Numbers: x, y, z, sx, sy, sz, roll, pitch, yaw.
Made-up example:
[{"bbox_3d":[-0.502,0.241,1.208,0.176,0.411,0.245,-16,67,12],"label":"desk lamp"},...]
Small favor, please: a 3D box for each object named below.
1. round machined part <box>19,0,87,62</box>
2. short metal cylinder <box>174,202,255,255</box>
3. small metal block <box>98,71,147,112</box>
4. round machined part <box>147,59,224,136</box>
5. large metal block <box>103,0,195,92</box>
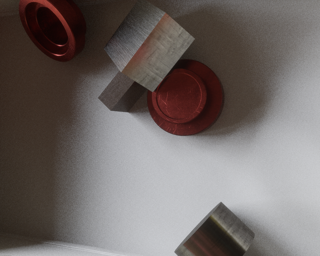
[{"bbox_3d":[-0.143,-0.146,0.433,0.098,0.042,0.097,23,141,20],"label":"round machined part"},{"bbox_3d":[0.063,0.133,0.359,0.050,0.080,0.080,43,103,14],"label":"short metal cylinder"},{"bbox_3d":[-0.047,-0.049,0.413,0.025,0.050,0.050,44,104,14],"label":"small metal block"},{"bbox_3d":[0.029,-0.039,0.391,0.098,0.042,0.097,0,90,19],"label":"round machined part"},{"bbox_3d":[-0.017,-0.104,0.382,0.080,0.050,0.080,-51,39,13],"label":"large metal block"}]
